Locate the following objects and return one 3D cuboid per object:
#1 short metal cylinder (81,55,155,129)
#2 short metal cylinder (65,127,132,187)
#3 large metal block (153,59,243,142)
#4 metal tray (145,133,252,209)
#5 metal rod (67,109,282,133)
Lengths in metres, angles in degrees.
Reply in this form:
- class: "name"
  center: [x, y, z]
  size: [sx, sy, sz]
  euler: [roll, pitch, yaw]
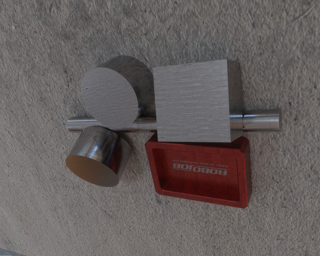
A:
- class: "short metal cylinder"
  center: [-0.051, -0.046, 0.391]
  size: [0.080, 0.050, 0.079]
  euler: [13, 123, 21]
- class: "short metal cylinder"
  center: [-0.088, 0.043, 0.449]
  size: [0.080, 0.050, 0.080]
  euler: [14, 144, 11]
- class: "large metal block"
  center: [0.042, -0.028, 0.336]
  size: [0.080, 0.050, 0.079]
  euler: [-1, 97, 28]
- class: "metal tray"
  center: [0.051, 0.053, 0.410]
  size: [0.130, 0.030, 0.089]
  euler: [3, 120, 26]
- class: "metal rod"
  center: [-0.002, -0.007, 0.407]
  size: [0.300, 0.025, 0.025]
  euler: [-1, 118, 28]
